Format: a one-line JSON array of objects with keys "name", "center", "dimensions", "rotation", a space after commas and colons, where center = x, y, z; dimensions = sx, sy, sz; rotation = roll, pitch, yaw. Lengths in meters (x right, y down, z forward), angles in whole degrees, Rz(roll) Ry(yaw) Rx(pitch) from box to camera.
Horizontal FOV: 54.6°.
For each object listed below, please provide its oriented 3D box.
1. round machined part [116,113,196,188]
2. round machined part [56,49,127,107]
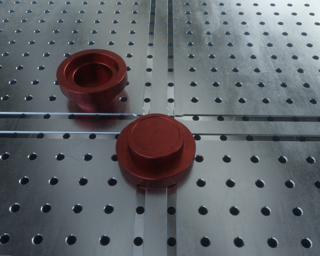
[{"name": "round machined part", "center": [-0.005, 0.020, 0.380], "dimensions": [0.099, 0.042, 0.098], "rotation": [0, 50, 0]}, {"name": "round machined part", "center": [-0.097, -0.070, 0.455], "dimensions": [0.099, 0.042, 0.098], "rotation": [0, 50, 0]}]
